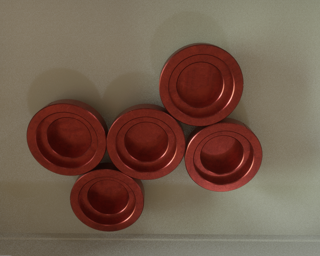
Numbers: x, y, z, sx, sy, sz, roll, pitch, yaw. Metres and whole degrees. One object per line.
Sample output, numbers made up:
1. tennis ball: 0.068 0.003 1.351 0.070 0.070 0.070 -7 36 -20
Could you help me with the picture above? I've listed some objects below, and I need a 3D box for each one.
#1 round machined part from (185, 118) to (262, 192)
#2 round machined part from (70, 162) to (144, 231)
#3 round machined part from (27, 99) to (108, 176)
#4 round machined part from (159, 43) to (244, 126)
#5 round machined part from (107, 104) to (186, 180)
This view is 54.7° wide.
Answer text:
1. round machined part: 0.081 0.032 0.412 0.099 0.042 0.097 0 110 0
2. round machined part: -0.071 0.091 0.432 0.099 0.042 0.097 0 110 0
3. round machined part: -0.115 0.009 0.402 0.099 0.042 0.097 0 110 0
4. round machined part: 0.048 -0.055 0.380 0.099 0.042 0.097 0 110 0
5. round machined part: -0.017 0.015 0.404 0.099 0.042 0.097 0 110 0
